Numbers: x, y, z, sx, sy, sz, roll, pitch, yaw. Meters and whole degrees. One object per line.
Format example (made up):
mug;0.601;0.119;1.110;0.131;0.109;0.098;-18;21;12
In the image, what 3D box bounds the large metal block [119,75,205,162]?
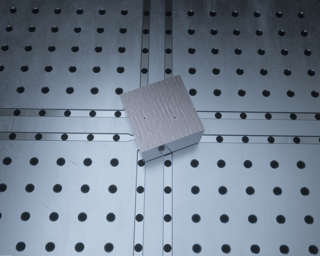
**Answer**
large metal block;0.002;-0.011;0.400;0.081;0.050;0.080;-20;71;-7
